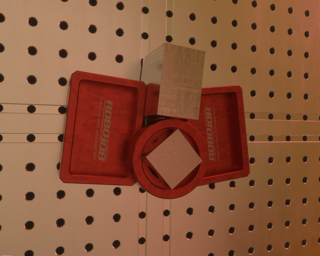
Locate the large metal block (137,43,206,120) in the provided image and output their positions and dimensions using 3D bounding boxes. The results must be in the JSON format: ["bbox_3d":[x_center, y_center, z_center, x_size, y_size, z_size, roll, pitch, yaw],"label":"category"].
[{"bbox_3d":[0.011,-0.052,0.383,0.050,0.080,0.080,7,88,-20],"label":"large metal block"}]

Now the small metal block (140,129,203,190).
[{"bbox_3d":[0.013,0.036,0.369,0.050,0.025,0.050,-41,103,-15],"label":"small metal block"}]

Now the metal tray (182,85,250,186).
[{"bbox_3d":[0.074,0.009,0.433,0.091,0.030,0.129,-7,93,-20],"label":"metal tray"}]

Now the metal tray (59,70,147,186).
[{"bbox_3d":[-0.070,0.002,0.380,0.091,0.030,0.129,7,88,-20],"label":"metal tray"}]

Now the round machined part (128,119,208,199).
[{"bbox_3d":[0.008,0.037,0.392,0.099,0.042,0.097,0,90,-20],"label":"round machined part"}]
